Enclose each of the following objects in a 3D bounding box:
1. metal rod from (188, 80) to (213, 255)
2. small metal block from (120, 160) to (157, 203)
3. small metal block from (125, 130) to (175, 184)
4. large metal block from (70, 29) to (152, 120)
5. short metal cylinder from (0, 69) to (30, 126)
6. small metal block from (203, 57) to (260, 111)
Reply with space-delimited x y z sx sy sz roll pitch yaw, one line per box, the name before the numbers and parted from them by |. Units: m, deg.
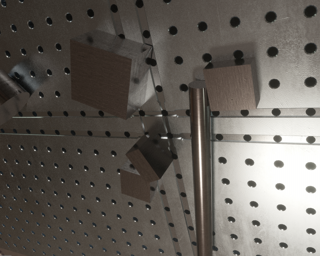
metal rod | 0.059 0.079 0.428 0.025 0.025 0.298 8 122 24
small metal block | -0.032 0.082 0.477 0.050 0.025 0.050 14 124 20
small metal block | -0.012 0.039 0.424 0.025 0.050 0.050 -25 105 36
large metal block | -0.062 -0.067 0.384 0.080 0.050 0.079 21 126 15
short metal cylinder | -0.252 -0.044 0.478 0.050 0.080 0.080 45 129 -3
small metal block | 0.079 -0.047 0.340 0.050 0.025 0.050 -1 118 28
